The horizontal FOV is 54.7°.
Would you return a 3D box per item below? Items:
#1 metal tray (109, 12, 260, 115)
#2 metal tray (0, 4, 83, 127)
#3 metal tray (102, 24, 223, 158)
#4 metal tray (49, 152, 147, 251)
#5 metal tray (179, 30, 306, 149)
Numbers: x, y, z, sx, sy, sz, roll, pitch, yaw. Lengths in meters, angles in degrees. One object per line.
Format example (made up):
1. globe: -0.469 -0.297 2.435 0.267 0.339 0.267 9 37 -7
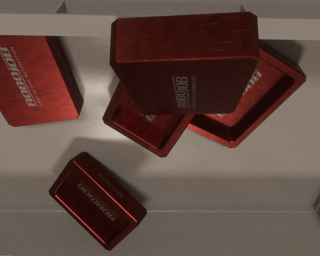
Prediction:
1. metal tray: 0.021 -0.041 0.248 0.090 0.030 0.130 -1 168 6
2. metal tray: -0.151 -0.063 0.350 0.090 0.030 0.129 -7 130 5
3. metal tray: -0.001 -0.037 0.352 0.090 0.030 0.129 32 123 -1
4. metal tray: -0.094 0.109 0.457 0.130 0.030 0.090 43 122 4
5. metal tray: 0.093 -0.039 0.373 0.090 0.030 0.129 24 126 -20
